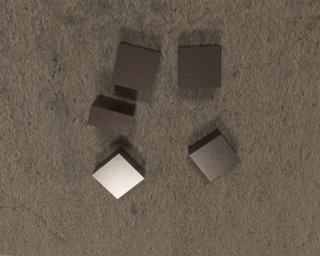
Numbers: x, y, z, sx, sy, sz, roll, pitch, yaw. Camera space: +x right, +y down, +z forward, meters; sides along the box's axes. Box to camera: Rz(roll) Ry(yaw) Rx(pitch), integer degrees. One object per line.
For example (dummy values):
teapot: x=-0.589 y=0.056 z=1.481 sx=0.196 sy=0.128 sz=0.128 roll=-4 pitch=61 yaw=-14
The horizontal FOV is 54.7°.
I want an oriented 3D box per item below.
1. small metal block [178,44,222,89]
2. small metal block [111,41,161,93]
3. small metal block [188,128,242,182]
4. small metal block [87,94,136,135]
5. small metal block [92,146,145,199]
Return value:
small metal block: x=0.049 y=-0.076 z=0.383 sx=0.050 sy=0.025 sz=0.050 roll=-3 pitch=110 yaw=0
small metal block: x=-0.029 y=-0.075 z=0.382 sx=0.050 sy=0.025 sz=0.050 roll=13 pitch=110 yaw=-6
small metal block: x=0.074 y=0.037 z=0.424 sx=0.050 sy=0.025 sz=0.050 roll=-35 pitch=107 yaw=11
small metal block: x=-0.059 y=-0.018 z=0.389 sx=0.050 sy=0.050 sz=0.025 roll=16 pitch=109 yaw=-6
small metal block: x=-0.057 y=0.062 z=0.432 sx=0.050 sy=0.025 sz=0.050 roll=-39 pitch=106 yaw=13
